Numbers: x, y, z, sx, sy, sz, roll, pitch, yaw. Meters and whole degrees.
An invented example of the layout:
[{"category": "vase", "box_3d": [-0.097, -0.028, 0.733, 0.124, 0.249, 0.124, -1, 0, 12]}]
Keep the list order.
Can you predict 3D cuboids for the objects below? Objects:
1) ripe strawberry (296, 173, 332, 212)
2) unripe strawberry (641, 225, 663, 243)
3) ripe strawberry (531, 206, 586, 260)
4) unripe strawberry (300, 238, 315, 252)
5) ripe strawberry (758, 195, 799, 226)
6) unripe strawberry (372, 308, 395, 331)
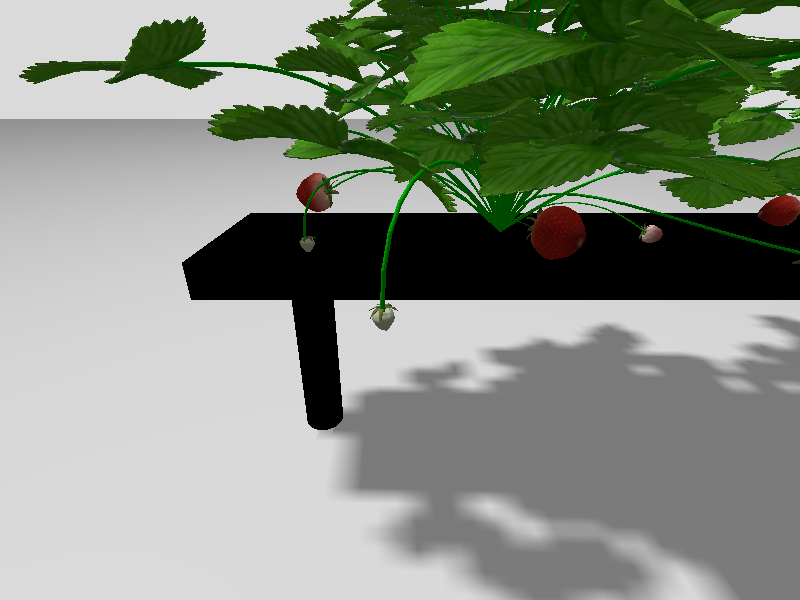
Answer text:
[{"category": "ripe strawberry", "box_3d": [-0.089, -0.112, 0.417, 0.037, 0.038, 0.034, 0, 24, 24]}, {"category": "unripe strawberry", "box_3d": [0.204, -0.053, 0.323, 0.014, 0.015, 0.013, 21, 30, 9]}, {"category": "ripe strawberry", "box_3d": [0.117, -0.047, 0.290, 0.037, 0.039, 0.040, -10, 28, -19]}, {"category": "unripe strawberry", "box_3d": [-0.070, -0.042, 0.305, 0.011, 0.012, 0.011, -9, 27, -18]}, {"category": "ripe strawberry", "box_3d": [0.350, -0.082, 0.371, 0.030, 0.029, 0.027, -6, 25, 9]}, {"category": "unripe strawberry", "box_3d": [-0.007, 0.009, 0.182, 0.010, 0.011, 0.011, 13, 29, 24]}]
